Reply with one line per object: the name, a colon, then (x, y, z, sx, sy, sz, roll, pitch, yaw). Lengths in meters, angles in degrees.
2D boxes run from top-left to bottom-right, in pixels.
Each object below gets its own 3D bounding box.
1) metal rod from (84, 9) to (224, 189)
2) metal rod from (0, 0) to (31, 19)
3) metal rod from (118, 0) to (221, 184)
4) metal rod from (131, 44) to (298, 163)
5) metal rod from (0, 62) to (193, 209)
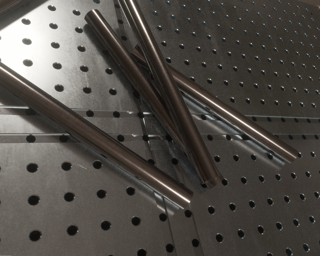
metal rod: (-0.013, -0.046, 0.430, 0.025, 0.025, 0.299, -29, 78, -38)
metal rod: (-0.208, -0.148, 0.386, 0.025, 0.025, 0.301, 36, 51, -5)
metal rod: (0.005, -0.067, 0.419, 0.025, 0.025, 0.299, -11, 67, -33)
metal rod: (0.086, -0.034, 0.477, 0.301, 0.025, 0.025, 32, 51, -8)
metal rod: (-0.090, 0.002, 0.359, 0.301, 0.025, 0.025, 35, 51, -6)
